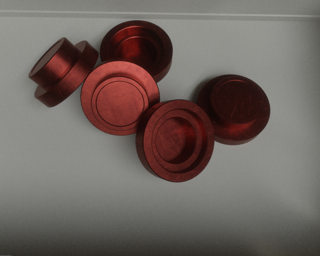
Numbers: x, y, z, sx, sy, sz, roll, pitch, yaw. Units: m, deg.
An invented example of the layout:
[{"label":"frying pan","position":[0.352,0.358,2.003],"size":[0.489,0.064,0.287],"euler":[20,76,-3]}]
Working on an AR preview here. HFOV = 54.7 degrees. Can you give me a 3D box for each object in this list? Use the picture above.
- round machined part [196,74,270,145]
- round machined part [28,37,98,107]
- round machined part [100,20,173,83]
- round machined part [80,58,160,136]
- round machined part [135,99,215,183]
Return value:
[{"label":"round machined part","position":[0.098,-0.029,0.413],"size":[0.099,0.042,0.098],"euler":[0,70,-1]},{"label":"round machined part","position":[-0.129,-0.077,0.397],"size":[0.042,0.098,0.098],"euler":[43,70,-31]},{"label":"round machined part","position":[-0.032,-0.099,0.436],"size":[0.099,0.042,0.098],"euler":[0,70,-1]},{"label":"round machined part","position":[-0.049,-0.035,0.385],"size":[0.099,0.042,0.097],"euler":[-2,111,-5]},{"label":"round machined part","position":[0.015,0.015,0.380],"size":[0.099,0.042,0.097],"euler":[-1,91,-28]}]
